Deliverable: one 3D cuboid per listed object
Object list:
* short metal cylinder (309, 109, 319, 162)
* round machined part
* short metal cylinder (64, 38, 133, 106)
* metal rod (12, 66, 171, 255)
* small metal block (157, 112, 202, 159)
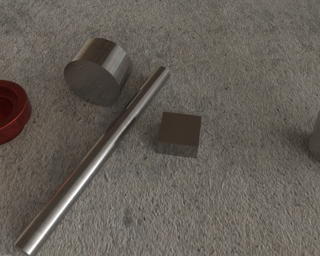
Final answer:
[{"bbox_3d":[0.224,0.008,0.362,0.080,0.080,0.050,23,54,18],"label":"short metal cylinder"},{"bbox_3d":[-0.217,-0.015,0.403,0.099,0.042,0.098,0,50,0],"label":"round machined part"},{"bbox_3d":[-0.085,-0.077,0.431,0.080,0.080,0.050,12,51,10],"label":"short metal cylinder"},{"bbox_3d":[-0.064,0.018,0.387,0.025,0.025,0.301,22,53,17],"label":"metal rod"},{"bbox_3d":[0.025,0.008,0.396,0.050,0.025,0.050,7,50,6],"label":"small metal block"}]
